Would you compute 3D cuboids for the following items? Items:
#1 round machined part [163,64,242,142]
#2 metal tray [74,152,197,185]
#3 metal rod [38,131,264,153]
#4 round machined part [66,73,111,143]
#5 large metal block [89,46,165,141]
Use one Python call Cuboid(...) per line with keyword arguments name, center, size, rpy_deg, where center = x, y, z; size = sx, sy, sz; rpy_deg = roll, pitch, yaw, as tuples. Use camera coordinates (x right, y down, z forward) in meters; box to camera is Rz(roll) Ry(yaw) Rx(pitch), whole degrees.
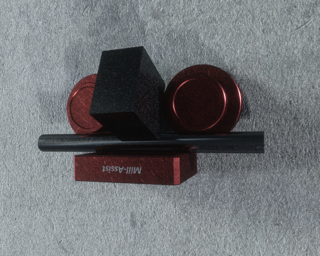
Cuboid(name="round machined part", center=(0.050, -0.030, 0.382), size=(0.098, 0.042, 0.097), rpy_deg=(0, 90, 19))
Cuboid(name="metal tray", center=(-0.027, 0.046, 0.384), size=(0.130, 0.090, 0.030), rpy_deg=(-1, 90, 19))
Cuboid(name="metal rod", center=(-0.025, 0.019, 0.396), size=(0.301, 0.025, 0.025), rpy_deg=(-1, 90, 19))
Cuboid(name="round machined part", center=(-0.088, -0.027, 0.429), size=(0.098, 0.042, 0.097), rpy_deg=(0, 90, 19))
Cuboid(name="large metal block", center=(-0.033, -0.036, 0.363), size=(0.050, 0.080, 0.080), rpy_deg=(-2, 66, 19))
